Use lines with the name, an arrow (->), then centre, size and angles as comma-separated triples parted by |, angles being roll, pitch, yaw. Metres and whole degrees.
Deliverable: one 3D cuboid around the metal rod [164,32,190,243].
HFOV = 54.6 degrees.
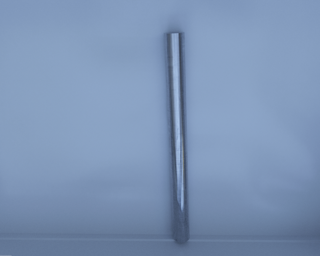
metal rod -> 0.025, 0.026, 0.420 | 0.025, 0.025, 0.298 | -3, 110, 1
